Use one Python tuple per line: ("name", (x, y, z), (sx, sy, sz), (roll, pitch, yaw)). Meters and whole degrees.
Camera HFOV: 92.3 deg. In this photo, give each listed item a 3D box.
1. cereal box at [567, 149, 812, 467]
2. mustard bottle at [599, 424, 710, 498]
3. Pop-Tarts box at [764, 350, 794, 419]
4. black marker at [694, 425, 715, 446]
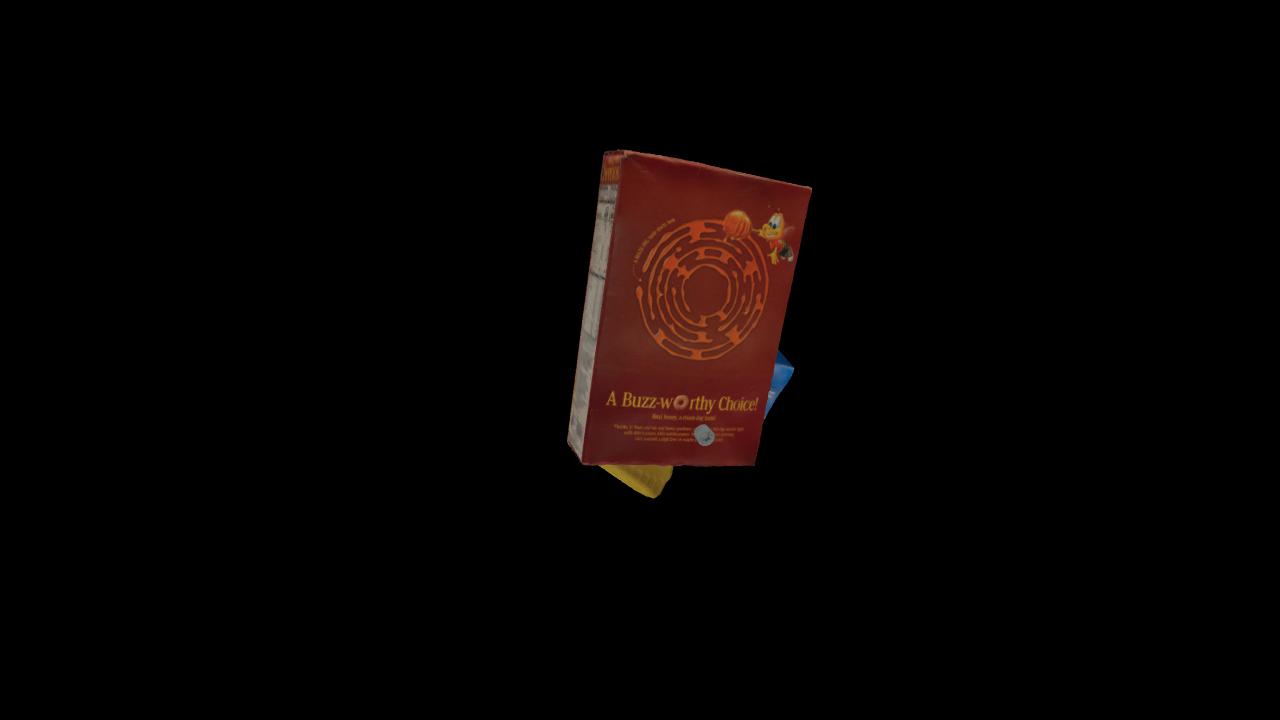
("cereal box", (0.046, -0.043, 0.636), (0.203, 0.306, 0.081), (3, 13, -21))
("mustard bottle", (0.026, 0.051, 0.679), (0.092, 0.184, 0.054), (35, -18, -8))
("Pop-Tarts box", (0.064, -0.012, 0.705), (0.167, 0.083, 0.141), (14, 25, -19))
("black marker", (0.052, 0.058, 0.676), (0.020, 0.020, 0.121), (0, 20, -15))
